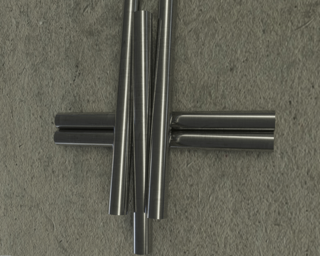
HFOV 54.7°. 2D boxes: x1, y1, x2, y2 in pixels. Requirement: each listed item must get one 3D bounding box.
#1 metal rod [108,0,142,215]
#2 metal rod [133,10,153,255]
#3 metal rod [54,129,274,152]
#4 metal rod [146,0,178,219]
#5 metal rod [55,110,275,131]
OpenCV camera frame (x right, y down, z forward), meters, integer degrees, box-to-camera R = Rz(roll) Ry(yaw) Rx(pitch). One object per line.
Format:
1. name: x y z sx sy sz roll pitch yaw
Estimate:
1. metal rod: -0.044 -0.042 0.402 0.025 0.025 0.298 0 82 19
2. metal rod: -0.022 0.005 0.390 0.025 0.025 0.298 0 90 19
3. metal rod: -0.008 0.015 0.413 0.301 0.025 0.025 0 90 19
4. metal rod: 0.004 -0.042 0.385 0.025 0.025 0.298 0 82 19
5. metal rod: -0.007 -0.010 0.413 0.301 0.025 0.025 0 90 19
